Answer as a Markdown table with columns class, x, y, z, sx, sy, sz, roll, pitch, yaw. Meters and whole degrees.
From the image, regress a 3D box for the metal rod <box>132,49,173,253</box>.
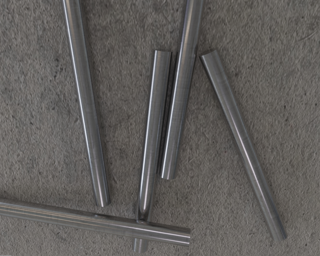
| class | x | y | z | sx | sy | sz | roll | pitch | yaw |
| --- | --- | --- | --- | --- | --- | --- | --- | --- | --- |
| metal rod | -0.014 | 0.045 | 0.425 | 0.025 | 0.025 | 0.298 | 6 | 110 | -2 |

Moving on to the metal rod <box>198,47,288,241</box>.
| class | x | y | z | sx | sy | sz | roll | pitch | yaw |
| --- | --- | --- | --- | --- | --- | --- | --- | --- | --- |
| metal rod | 0.120 | 0.035 | 0.423 | 0.025 | 0.025 | 0.299 | -23 | 109 | 8 |

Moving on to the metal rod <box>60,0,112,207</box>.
| class | x | y | z | sx | sy | sz | roll | pitch | yaw |
| --- | --- | --- | --- | --- | --- | --- | --- | --- | --- |
| metal rod | -0.092 | -0.033 | 0.396 | 0.025 | 0.025 | 0.298 | -4 | 110 | 1 |

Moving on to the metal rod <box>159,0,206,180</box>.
| class | x | y | z | sx | sy | sz | roll | pitch | yaw |
| --- | --- | --- | --- | --- | --- | --- | --- | --- | --- |
| metal rod | 0.030 | -0.073 | 0.382 | 0.025 | 0.025 | 0.298 | 7 | 110 | -3 |

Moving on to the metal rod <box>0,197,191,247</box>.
| class | x | y | z | sx | sy | sz | roll | pitch | yaw |
| --- | --- | --- | --- | --- | --- | --- | --- | --- | --- |
| metal rod | -0.108 | 0.130 | 0.438 | 0.302 | 0.025 | 0.025 | 8 | 110 | 3 |
